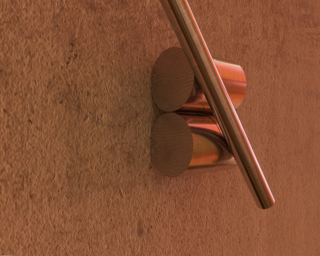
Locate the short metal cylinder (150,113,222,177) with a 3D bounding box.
[{"bbox_3d":[0.031,0.021,0.397,0.050,0.080,0.080,1,90,-40],"label":"short metal cylinder"}]

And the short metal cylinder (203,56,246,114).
[{"bbox_3d":[0.071,-0.059,0.430,0.050,0.080,0.080,1,90,-40],"label":"short metal cylinder"}]

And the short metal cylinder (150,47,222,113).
[{"bbox_3d":[0.032,-0.059,0.398,0.050,0.080,0.080,1,90,-40],"label":"short metal cylinder"}]

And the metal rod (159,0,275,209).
[{"bbox_3d":[0.076,-0.018,0.366,0.025,0.025,0.299,-44,117,-31],"label":"metal rod"}]

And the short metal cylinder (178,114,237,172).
[{"bbox_3d":[0.070,0.021,0.430,0.050,0.080,0.080,1,90,-40],"label":"short metal cylinder"}]
